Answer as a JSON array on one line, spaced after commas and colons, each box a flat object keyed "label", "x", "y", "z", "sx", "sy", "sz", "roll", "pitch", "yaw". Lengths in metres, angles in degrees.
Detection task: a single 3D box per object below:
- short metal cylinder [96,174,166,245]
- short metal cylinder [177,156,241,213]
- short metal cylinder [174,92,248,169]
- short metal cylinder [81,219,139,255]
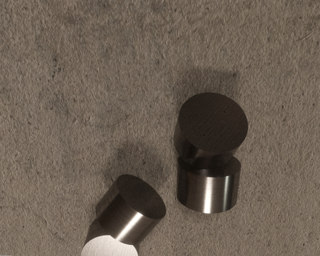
[{"label": "short metal cylinder", "x": -0.039, "y": 0.109, "z": 0.420, "sx": 0.080, "sy": 0.080, "sz": 0.050, "roll": 35, "pitch": 106, "yaw": -12}, {"label": "short metal cylinder", "x": 0.063, "y": 0.067, "z": 0.406, "sx": 0.081, "sy": 0.080, "sz": 0.050, "roll": 1, "pitch": 110, "yaw": -1}, {"label": "short metal cylinder", "x": 0.059, "y": 0.004, "z": 0.376, "sx": 0.081, "sy": 0.080, "sz": 0.050, "roll": 5, "pitch": 151, "yaw": -3}, {"label": "short metal cylinder", "x": -0.071, "y": 0.175, "z": 0.460, "sx": 0.081, "sy": 0.050, "sz": 0.079, "roll": 0, "pitch": 110, "yaw": -1}]
